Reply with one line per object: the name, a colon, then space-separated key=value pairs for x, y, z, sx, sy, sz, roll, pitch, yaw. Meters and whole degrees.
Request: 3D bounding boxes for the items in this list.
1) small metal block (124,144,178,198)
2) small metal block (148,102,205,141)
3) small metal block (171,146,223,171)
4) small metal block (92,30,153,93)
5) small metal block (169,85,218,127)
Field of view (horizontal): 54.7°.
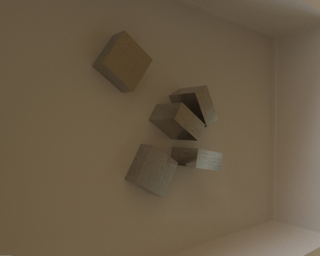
small metal block: x=-0.010 y=0.055 z=0.398 sx=0.050 sy=0.025 sz=0.050 roll=37 pitch=67 yaw=-34
small metal block: x=0.022 y=-0.008 z=0.409 sx=0.050 sy=0.050 sz=0.025 roll=40 pitch=66 yaw=-33
small metal block: x=0.050 y=0.043 z=0.432 sx=0.050 sy=0.050 sz=0.025 roll=13 pitch=82 yaw=-39
small metal block: x=-0.044 y=-0.078 z=0.370 sx=0.050 sy=0.025 sz=0.050 roll=42 pitch=65 yaw=-32
small metal block: x=0.046 y=-0.029 z=0.429 sx=0.025 sy=0.050 sz=0.050 roll=-34 pitch=111 yaw=-35
